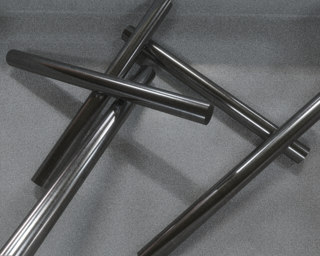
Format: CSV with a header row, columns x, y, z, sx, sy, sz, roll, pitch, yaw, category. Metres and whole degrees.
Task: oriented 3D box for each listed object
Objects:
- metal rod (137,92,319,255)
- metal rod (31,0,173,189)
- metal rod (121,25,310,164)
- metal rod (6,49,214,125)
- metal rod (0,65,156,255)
x,y,z,sx,sy,sz,roll,pitch,yaw,category
0.097,0.057,0.371,0.301,0.025,0.025,-40,75,-7,metal rod
-0.071,-0.055,0.411,0.025,0.025,0.300,30,79,10,metal rod
0.068,-0.053,0.429,0.300,0.025,0.025,37,74,12,metal rod
-0.079,-0.058,0.386,0.301,0.025,0.025,18,70,23,metal rod
-0.072,0.020,0.340,0.025,0.025,0.301,22,48,7,metal rod
